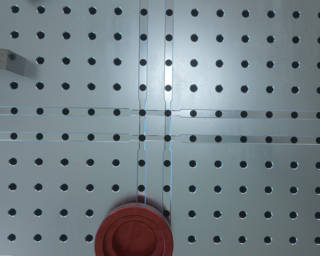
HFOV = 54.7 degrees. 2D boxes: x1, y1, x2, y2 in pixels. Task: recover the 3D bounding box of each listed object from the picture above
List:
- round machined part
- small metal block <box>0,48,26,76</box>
[{"bbox_3d":[-0.032,0.146,0.405,0.099,0.042,0.097,0,90,-1],"label":"round machined part"},{"bbox_3d":[-0.210,-0.086,0.398,0.050,0.050,0.025,7,90,-1],"label":"small metal block"}]
